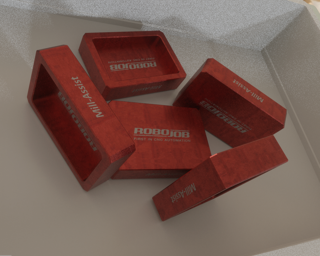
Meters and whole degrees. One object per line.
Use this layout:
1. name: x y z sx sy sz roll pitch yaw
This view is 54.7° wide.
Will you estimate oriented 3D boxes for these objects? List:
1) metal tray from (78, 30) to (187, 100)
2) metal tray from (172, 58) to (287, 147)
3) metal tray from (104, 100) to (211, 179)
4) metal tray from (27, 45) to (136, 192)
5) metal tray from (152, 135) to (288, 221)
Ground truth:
1. metal tray: -0.036 -0.092 0.438 0.131 0.030 0.090 -14 69 -34
2. metal tray: 0.094 -0.027 0.430 0.130 0.090 0.030 33 52 -7
3. metal tray: -0.002 0.016 0.389 0.131 0.030 0.090 3 60 -27
4. metal tray: -0.087 -0.008 0.320 0.030 0.090 0.130 -27 77 -38
5. metal tray: 0.059 0.057 0.333 0.091 0.129 0.030 -13 69 -34
